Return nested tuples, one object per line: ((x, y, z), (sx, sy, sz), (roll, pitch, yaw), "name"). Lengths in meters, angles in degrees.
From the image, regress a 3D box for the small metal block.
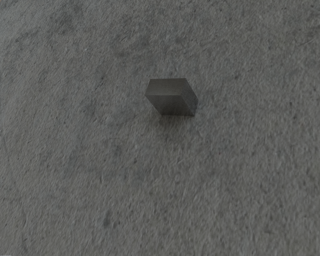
((0.016, -0.039, 0.402), (0.050, 0.050, 0.025), (3, 64, 29), "small metal block")
